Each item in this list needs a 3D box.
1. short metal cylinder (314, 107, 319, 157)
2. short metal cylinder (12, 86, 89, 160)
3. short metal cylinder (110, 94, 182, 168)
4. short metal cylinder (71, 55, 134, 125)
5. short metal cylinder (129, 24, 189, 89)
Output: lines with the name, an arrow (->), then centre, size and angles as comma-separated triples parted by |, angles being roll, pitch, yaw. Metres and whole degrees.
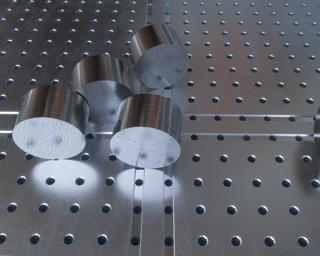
short metal cylinder -> 0.229, 0.004, 0.371 | 0.050, 0.080, 0.080 | 1, 50, 1
short metal cylinder -> -0.129, -0.005, 0.374 | 0.081, 0.080, 0.050 | -2, 50, -3
short metal cylinder -> -0.014, 0.005, 0.367 | 0.080, 0.080, 0.050 | 4, 50, 3
short metal cylinder -> -0.077, -0.049, 0.413 | 0.081, 0.080, 0.050 | -8, 51, -7
short metal cylinder -> -0.002, -0.105, 0.460 | 0.081, 0.080, 0.050 | -11, 51, -9
